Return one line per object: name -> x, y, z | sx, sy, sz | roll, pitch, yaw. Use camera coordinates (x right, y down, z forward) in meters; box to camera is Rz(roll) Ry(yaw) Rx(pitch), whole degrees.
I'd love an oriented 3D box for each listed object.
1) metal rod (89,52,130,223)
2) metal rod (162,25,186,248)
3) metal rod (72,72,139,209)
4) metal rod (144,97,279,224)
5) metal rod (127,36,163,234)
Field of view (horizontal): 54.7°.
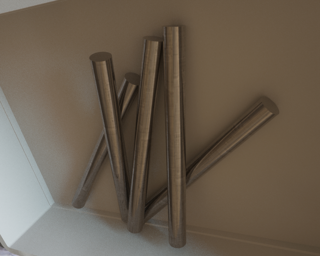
metal rod -> -0.060, 0.036, 0.438 | 0.025, 0.025, 0.298 | 14, 132, 20
metal rod -> 0.020, 0.027, 0.391 | 0.025, 0.025, 0.298 | 8, 115, 24
metal rod -> -0.092, 0.038, 0.480 | 0.025, 0.025, 0.298 | 35, 129, 5
metal rod -> 0.042, 0.063, 0.425 | 0.025, 0.025, 0.298 | 41, 129, 0
metal rod -> -0.023, 0.029, 0.421 | 0.025, 0.025, 0.298 | 18, 120, 18
